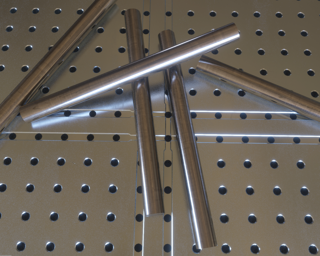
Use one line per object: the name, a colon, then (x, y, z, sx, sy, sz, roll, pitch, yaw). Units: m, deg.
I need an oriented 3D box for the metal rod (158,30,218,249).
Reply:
metal rod: (0.032, 0.000, 0.411, 0.025, 0.025, 0.299, -8, 70, -3)

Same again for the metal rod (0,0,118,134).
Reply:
metal rod: (-0.158, -0.091, 0.442, 0.025, 0.025, 0.300, 31, 73, 10)

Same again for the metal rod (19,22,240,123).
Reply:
metal rod: (-0.041, -0.072, 0.411, 0.301, 0.025, 0.025, -21, 72, 2)

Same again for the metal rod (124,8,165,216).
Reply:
metal rod: (-0.024, -0.035, 0.424, 0.025, 0.025, 0.299, -6, 70, -3)

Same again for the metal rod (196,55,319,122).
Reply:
metal rod: (0.193, -0.033, 0.426, 0.301, 0.025, 0.025, 24, 72, 8)
